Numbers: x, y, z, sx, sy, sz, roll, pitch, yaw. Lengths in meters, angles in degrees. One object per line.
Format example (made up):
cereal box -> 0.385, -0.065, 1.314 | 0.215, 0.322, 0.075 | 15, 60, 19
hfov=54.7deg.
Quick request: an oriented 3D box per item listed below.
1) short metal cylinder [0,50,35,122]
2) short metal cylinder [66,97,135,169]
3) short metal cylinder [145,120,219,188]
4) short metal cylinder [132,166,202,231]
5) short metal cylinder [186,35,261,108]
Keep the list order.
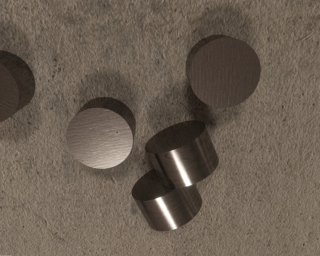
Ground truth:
short metal cylinder -> -0.201, -0.051, 0.375 | 0.081, 0.050, 0.079 | 0, 110, -1
short metal cylinder -> -0.073, 0.005, 0.397 | 0.081, 0.050, 0.079 | 0, 110, -1
short metal cylinder -> 0.028, 0.031, 0.392 | 0.080, 0.080, 0.050 | -21, 109, 7
short metal cylinder -> 0.009, 0.090, 0.414 | 0.080, 0.080, 0.050 | -23, 109, 8
short metal cylinder -> 0.073, -0.069, 0.372 | 0.081, 0.050, 0.079 | 0, 110, -1
